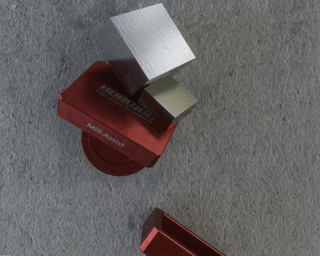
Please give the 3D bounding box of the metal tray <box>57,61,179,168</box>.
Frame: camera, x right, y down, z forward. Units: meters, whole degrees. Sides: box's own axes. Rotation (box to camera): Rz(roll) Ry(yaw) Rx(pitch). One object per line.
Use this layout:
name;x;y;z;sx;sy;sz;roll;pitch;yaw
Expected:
metal tray;-0.045;-0.020;0.380;0.130;0.030;0.090;30;46;-1

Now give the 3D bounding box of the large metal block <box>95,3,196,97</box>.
large metal block;-0.017;-0.096;0.379;0.081;0.050;0.080;-32;90;-35

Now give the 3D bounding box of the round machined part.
round machined part;-0.053;0.015;0.397;0.099;0.042;0.097;0;94;1

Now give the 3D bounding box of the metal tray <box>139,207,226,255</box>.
metal tray;0.039;0.156;0.378;0.130;0.090;0.030;36;90;-1

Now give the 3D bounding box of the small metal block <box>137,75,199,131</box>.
small metal block;0.010;-0.032;0.378;0.050;0.025;0.050;44;48;12
